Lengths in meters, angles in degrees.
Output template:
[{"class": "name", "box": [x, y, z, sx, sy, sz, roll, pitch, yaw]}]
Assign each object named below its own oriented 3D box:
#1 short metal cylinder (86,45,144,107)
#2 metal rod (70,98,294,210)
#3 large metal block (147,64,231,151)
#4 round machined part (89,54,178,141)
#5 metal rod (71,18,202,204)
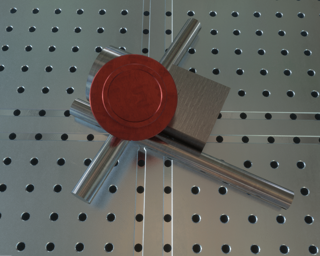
[{"class": "short metal cylinder", "box": [-0.053, -0.060, 0.403, 0.050, 0.080, 0.080, 24, 72, 8]}, {"class": "metal rod", "box": [0.022, 0.030, 0.400, 0.301, 0.025, 0.025, 23, 72, 8]}, {"class": "large metal block", "box": [0.035, -0.024, 0.404, 0.080, 0.050, 0.080, 24, 72, 8]}, {"class": "round machined part", "box": [-0.029, -0.034, 0.345, 0.099, 0.042, 0.097, 0, 90, -7]}, {"class": "metal rod", "box": [-0.018, -0.039, 0.405, 0.025, 0.025, 0.300, 27, 64, 9]}]
